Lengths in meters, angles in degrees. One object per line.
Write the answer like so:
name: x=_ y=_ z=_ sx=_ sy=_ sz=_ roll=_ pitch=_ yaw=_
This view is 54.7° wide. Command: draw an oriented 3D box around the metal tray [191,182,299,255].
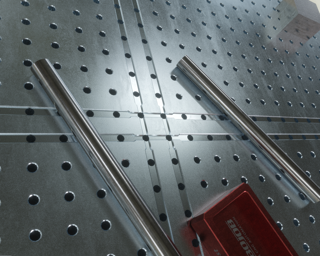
metal tray: x=0.109 y=0.144 z=0.377 sx=0.091 sy=0.030 sz=0.130 roll=-25 pitch=75 yaw=-37

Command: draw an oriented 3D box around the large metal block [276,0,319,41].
large metal block: x=0.333 y=-0.266 z=0.738 sx=0.081 sy=0.050 sz=0.080 roll=14 pitch=56 yaw=-21

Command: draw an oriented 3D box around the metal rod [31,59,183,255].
metal rod: x=-0.059 y=0.044 z=0.350 sx=0.025 sy=0.025 sz=0.299 roll=-28 pitch=77 yaw=-38

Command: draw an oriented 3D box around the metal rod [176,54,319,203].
metal rod: x=0.139 y=-0.001 z=0.485 sx=0.300 sy=0.025 sz=0.025 roll=46 pitch=51 yaw=3
